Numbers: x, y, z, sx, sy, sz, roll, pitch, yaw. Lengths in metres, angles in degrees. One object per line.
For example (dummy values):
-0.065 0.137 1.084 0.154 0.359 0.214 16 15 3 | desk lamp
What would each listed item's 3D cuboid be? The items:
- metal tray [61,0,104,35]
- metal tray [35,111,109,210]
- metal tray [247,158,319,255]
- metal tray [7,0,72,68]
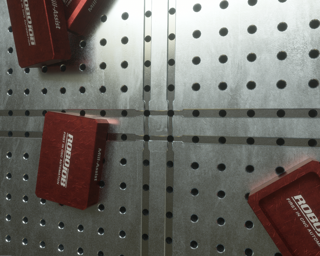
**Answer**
-0.120 -0.215 0.453 0.090 0.030 0.130 42 103 15 | metal tray
-0.131 0.045 0.457 0.090 0.030 0.129 9 93 19 | metal tray
0.173 0.111 0.348 0.090 0.030 0.130 -35 79 16 | metal tray
-0.179 -0.158 0.450 0.090 0.030 0.129 -3 99 37 | metal tray
